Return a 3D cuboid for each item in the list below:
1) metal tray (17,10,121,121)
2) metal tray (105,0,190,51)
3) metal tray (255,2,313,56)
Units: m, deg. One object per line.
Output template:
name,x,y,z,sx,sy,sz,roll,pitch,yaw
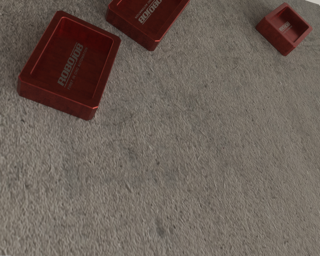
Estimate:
metal tray,-0.109,-0.082,0.391,0.091,0.030,0.130,22,54,-15
metal tray,-0.014,-0.196,0.493,0.090,0.030,0.130,34,64,-6
metal tray,0.276,-0.220,0.682,0.090,0.030,0.131,46,51,4
